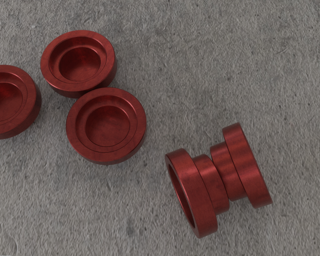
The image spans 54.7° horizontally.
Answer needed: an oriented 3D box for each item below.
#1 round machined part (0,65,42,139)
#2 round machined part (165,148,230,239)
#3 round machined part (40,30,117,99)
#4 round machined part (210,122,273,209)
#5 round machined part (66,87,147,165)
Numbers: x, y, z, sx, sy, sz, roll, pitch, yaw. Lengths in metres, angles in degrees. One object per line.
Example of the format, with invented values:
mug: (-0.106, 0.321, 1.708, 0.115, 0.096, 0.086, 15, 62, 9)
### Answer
round machined part: (-0.205, -0.031, 0.409, 0.099, 0.042, 0.098, 0, 70, 0)
round machined part: (0.043, 0.068, 0.345, 0.042, 0.098, 0.098, -21, 72, -7)
round machined part: (-0.108, -0.083, 0.426, 0.099, 0.042, 0.098, 0, 67, 1)
round machined part: (0.090, 0.046, 0.357, 0.042, 0.098, 0.098, -23, 70, 14)
round machined part: (-0.066, 0.000, 0.398, 0.099, 0.042, 0.098, 0, 70, 0)
